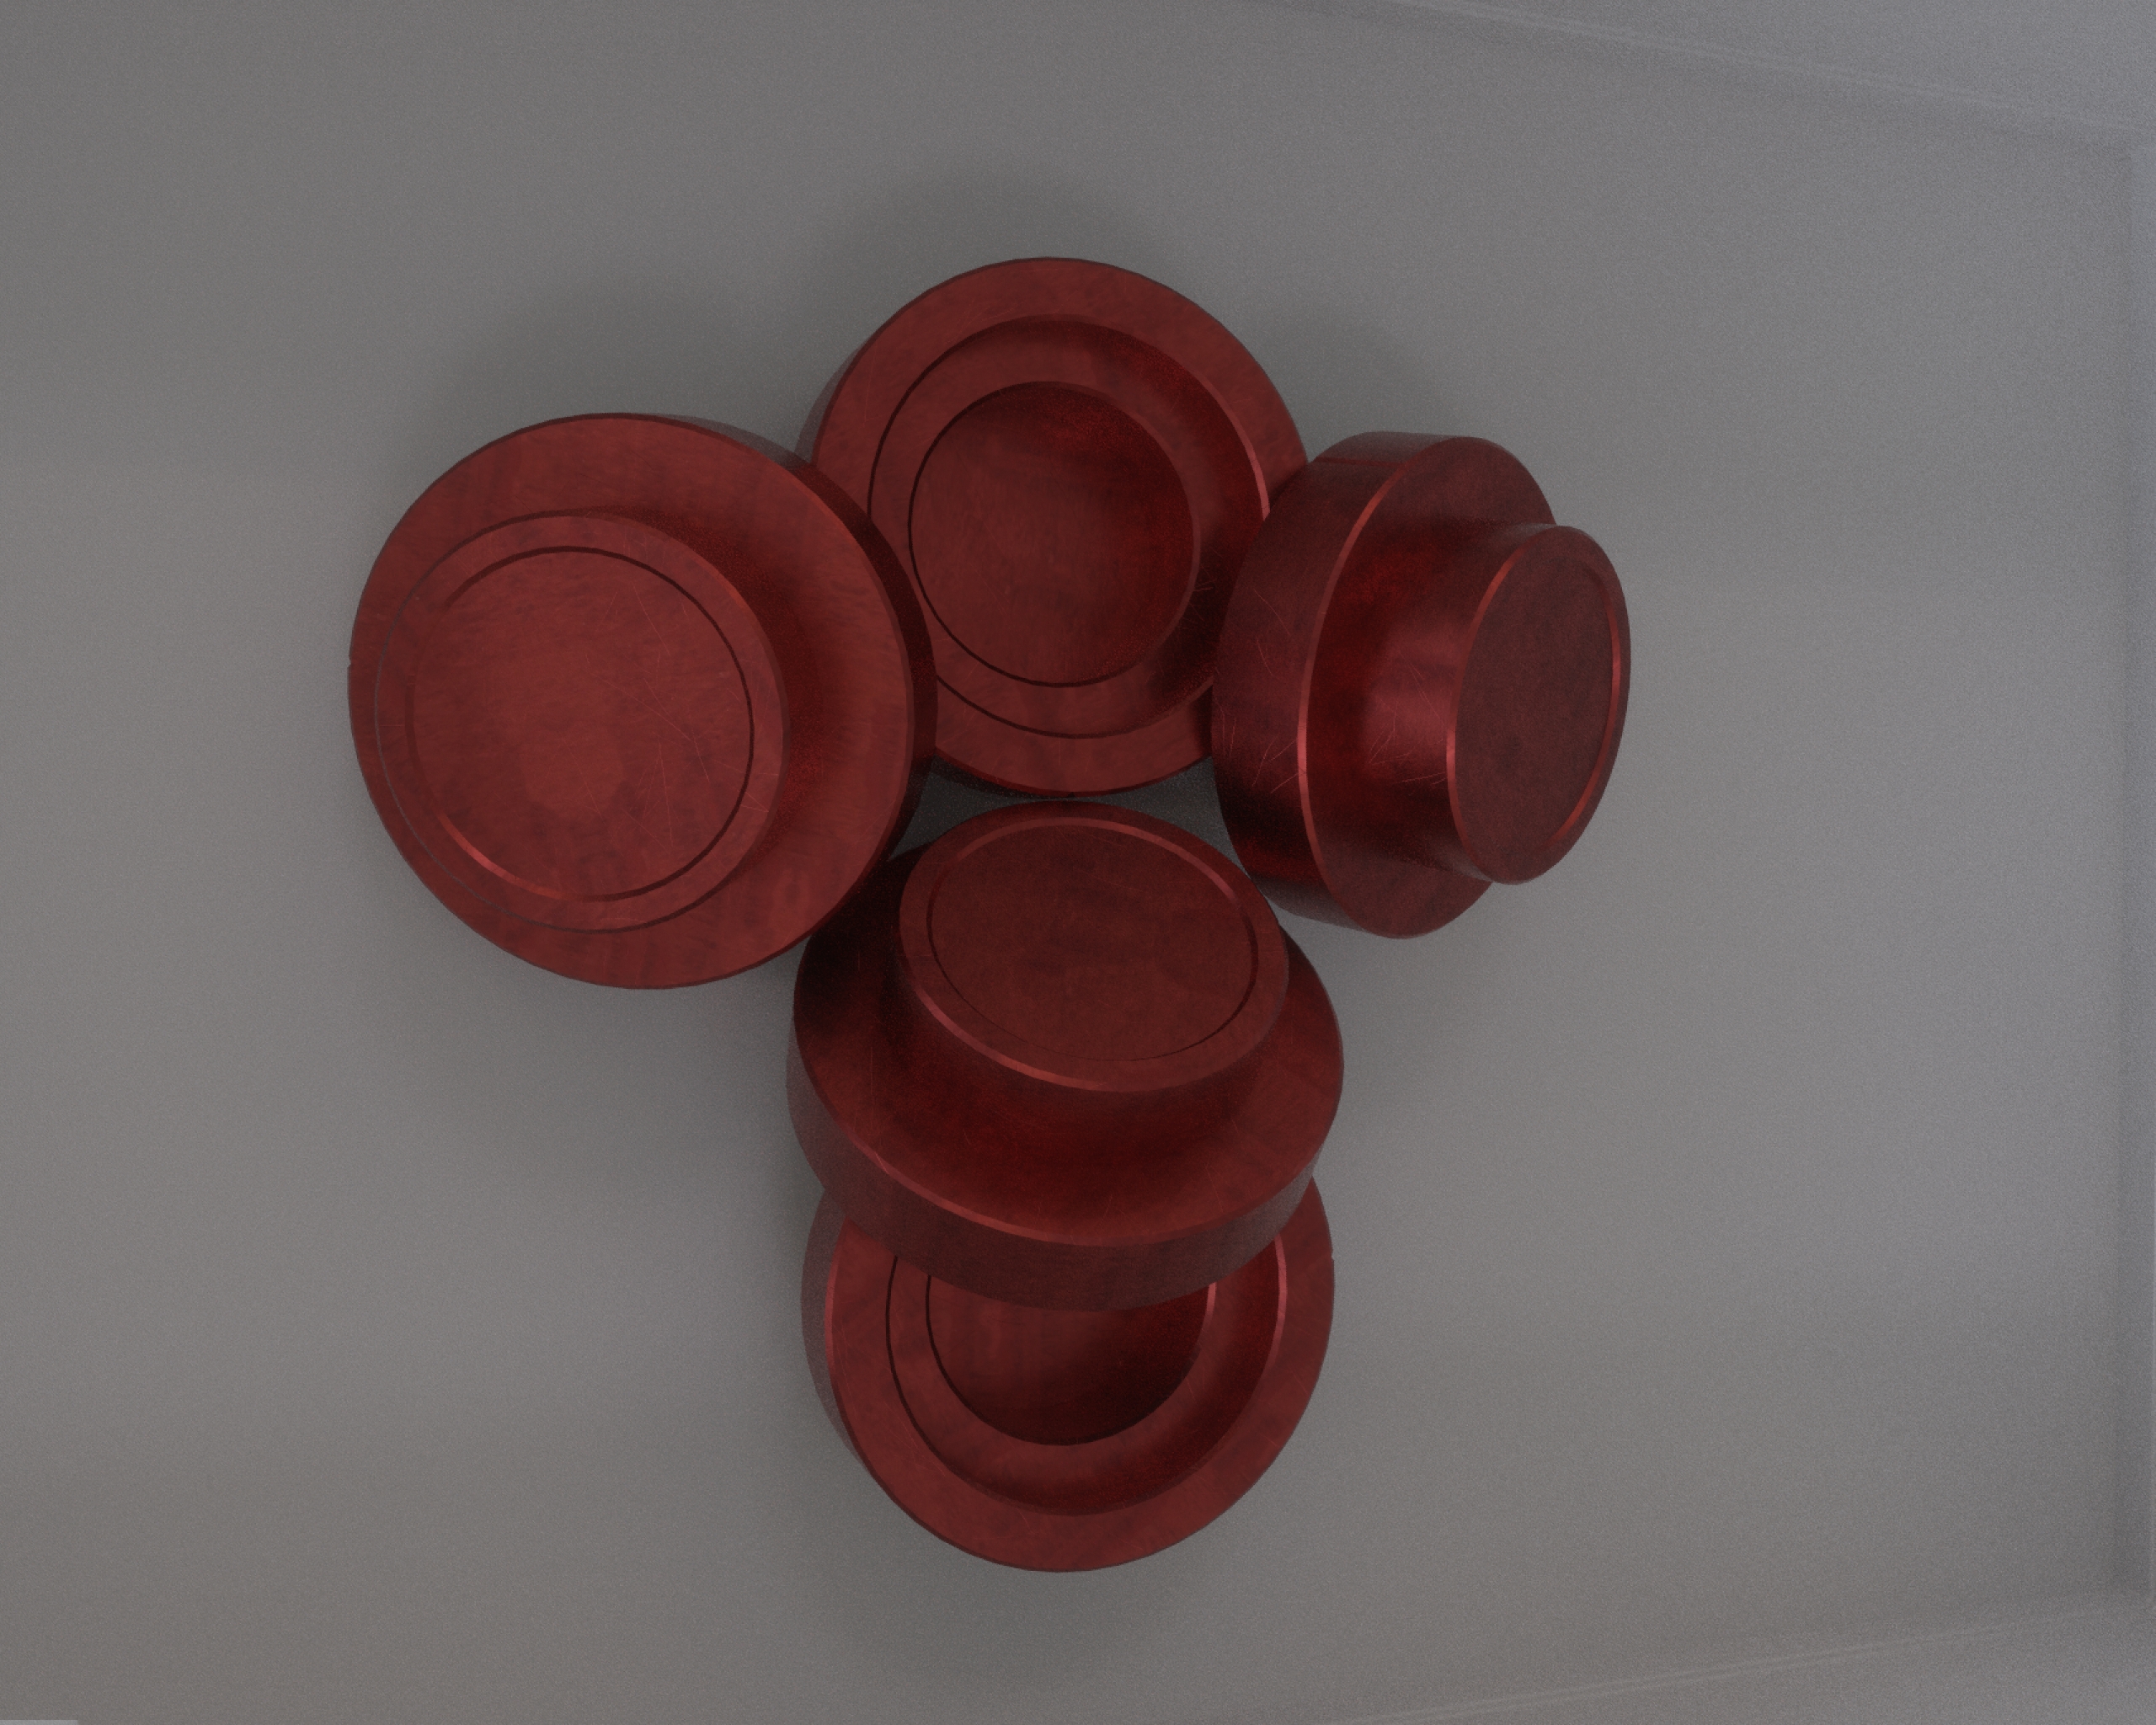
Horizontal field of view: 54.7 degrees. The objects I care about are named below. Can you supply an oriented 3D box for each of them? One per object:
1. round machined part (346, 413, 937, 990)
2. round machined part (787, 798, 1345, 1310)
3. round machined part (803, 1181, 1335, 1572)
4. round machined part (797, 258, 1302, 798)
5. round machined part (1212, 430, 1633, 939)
[{"bbox_3d":[-0.076,-0.025,0.348,0.098,0.042,0.097,1,102,7],"label":"round machined part"},{"bbox_3d":[-0.001,0.026,0.369,0.099,0.098,0.042,-7,137,-20],"label":"round machined part"},{"bbox_3d":[-0.004,0.080,0.398,0.099,0.042,0.097,0,90,-20],"label":"round machined part"},{"bbox_3d":[-0.008,-0.060,0.396,0.099,0.042,0.097,0,90,-20],"label":"round machined part"},{"bbox_3d":[0.072,-0.033,0.402,0.099,0.042,0.097,-18,114,-47],"label":"round machined part"}]
